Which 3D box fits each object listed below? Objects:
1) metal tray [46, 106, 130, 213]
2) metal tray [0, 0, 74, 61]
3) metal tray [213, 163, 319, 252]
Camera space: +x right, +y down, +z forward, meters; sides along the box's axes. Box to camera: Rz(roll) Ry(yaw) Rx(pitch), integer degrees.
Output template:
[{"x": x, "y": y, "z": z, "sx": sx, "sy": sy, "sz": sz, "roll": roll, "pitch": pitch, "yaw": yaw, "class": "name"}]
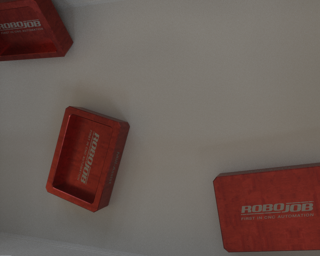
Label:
[{"x": -0.104, "y": 0.042, "z": 0.443, "sx": 0.090, "sy": 0.030, "sz": 0.129, "roll": 18, "pitch": 96, "yaw": 18, "class": "metal tray"}, {"x": -0.204, "y": -0.144, "z": 0.447, "sx": 0.130, "sy": 0.090, "sz": 0.030, "roll": 1, "pitch": 50, "yaw": 19, "class": "metal tray"}, {"x": 0.135, "y": 0.093, "z": 0.360, "sx": 0.130, "sy": 0.030, "sz": 0.089, "roll": -10, "pitch": 87, "yaw": 19, "class": "metal tray"}]
